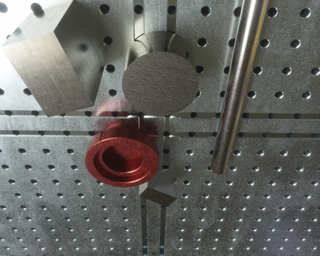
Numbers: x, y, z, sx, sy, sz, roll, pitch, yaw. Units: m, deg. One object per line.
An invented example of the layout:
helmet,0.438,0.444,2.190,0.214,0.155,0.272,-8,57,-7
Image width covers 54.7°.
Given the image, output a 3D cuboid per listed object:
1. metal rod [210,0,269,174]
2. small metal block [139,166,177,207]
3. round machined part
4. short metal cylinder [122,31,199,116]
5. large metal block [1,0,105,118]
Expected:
metal rod,0.092,-0.053,0.367,0.025,0.025,0.298,1,130,-1
small metal block,-0.003,0.084,0.467,0.050,0.050,0.025,25,125,-21
round machined part,-0.051,0.035,0.430,0.099,0.042,0.097,-1,130,0
short metal cylinder,0.000,-0.060,0.344,0.081,0.050,0.079,0,130,0
large metal block,-0.101,-0.071,0.314,0.050,0.080,0.080,-13,129,10
